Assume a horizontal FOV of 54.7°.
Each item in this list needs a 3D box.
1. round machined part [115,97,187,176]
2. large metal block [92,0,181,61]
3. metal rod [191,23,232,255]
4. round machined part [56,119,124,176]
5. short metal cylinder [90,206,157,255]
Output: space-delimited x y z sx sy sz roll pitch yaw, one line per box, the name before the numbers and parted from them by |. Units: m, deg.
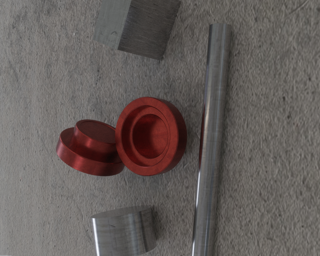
round machined part | -0.007 0.011 0.396 0.098 0.042 0.097 -1 88 35
large metal block | -0.029 -0.137 0.393 0.050 0.081 0.079 30 109 36
metal rod | 0.057 0.034 0.357 0.025 0.025 0.298 7 94 40
round machined part | -0.089 0.022 0.431 0.098 0.099 0.042 36 113 34
short metal cylinder | -0.048 0.135 0.409 0.080 0.081 0.050 -15 81 39
